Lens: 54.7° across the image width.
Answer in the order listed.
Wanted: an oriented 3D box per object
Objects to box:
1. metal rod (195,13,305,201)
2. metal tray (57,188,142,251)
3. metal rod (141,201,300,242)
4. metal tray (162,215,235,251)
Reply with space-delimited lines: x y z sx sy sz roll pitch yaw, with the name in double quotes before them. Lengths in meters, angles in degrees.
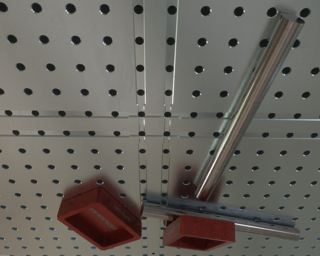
"metal rod" 0.103 -0.002 0.411 0.025 0.025 0.298 10 130 -9
"metal tray" -0.103 0.165 0.546 0.090 0.030 0.130 -24 127 19
"metal rod" 0.114 0.170 0.558 0.302 0.025 0.025 13 129 -11
"metal tray" 0.063 0.185 0.537 0.091 0.030 0.129 11 150 -8
